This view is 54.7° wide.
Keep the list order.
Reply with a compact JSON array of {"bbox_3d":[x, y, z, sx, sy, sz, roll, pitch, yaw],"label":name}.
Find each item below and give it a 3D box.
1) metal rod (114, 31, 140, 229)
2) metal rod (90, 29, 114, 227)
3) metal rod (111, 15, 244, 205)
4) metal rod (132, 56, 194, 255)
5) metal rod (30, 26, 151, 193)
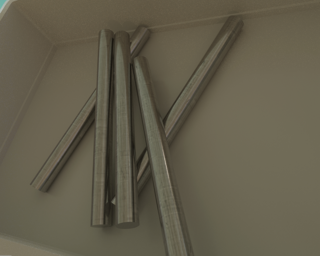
[{"bbox_3d":[-0.047,-0.021,0.410,0.025,0.025,0.299,-18,54,18],"label":"metal rod"},{"bbox_3d":[-0.079,-0.017,0.436,0.025,0.025,0.299,-14,62,21],"label":"metal rod"},{"bbox_3d":[0.030,-0.028,0.407,0.025,0.025,0.300,23,74,36],"label":"metal rod"},{"bbox_3d":[-0.004,0.015,0.363,0.025,0.025,0.300,-24,48,13],"label":"metal rod"},{"bbox_3d":[-0.101,-0.038,0.482,0.025,0.025,0.300,20,72,35],"label":"metal rod"}]
